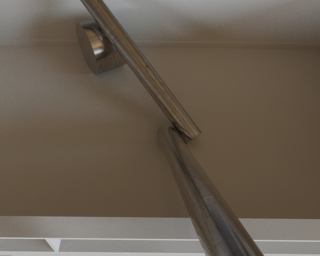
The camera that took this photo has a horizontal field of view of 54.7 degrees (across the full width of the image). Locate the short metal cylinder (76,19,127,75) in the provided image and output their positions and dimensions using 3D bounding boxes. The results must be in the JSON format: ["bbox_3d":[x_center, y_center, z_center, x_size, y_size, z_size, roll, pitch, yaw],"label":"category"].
[{"bbox_3d":[-0.089,-0.128,0.476,0.050,0.080,0.080,-24,54,-19],"label":"short metal cylinder"}]

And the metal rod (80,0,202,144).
[{"bbox_3d":[-0.044,-0.107,0.418,0.025,0.025,0.299,-33,81,-24],"label":"metal rod"}]

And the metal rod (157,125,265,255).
[{"bbox_3d":[0.024,0.040,0.257,0.025,0.025,0.300,-6,13,-5],"label":"metal rod"}]
